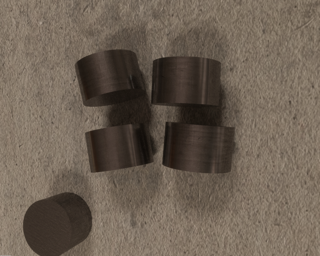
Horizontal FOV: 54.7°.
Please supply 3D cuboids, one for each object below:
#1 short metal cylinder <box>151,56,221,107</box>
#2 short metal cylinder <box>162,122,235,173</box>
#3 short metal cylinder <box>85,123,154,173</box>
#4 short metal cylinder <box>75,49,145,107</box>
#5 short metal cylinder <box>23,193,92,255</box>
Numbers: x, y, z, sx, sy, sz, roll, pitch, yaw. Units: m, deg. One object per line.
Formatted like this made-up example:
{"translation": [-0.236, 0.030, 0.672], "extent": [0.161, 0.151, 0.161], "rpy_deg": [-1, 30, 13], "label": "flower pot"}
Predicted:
{"translation": [0.031, -0.052, 0.368], "extent": [0.080, 0.080, 0.050], "rpy_deg": [3, 91, 19], "label": "short metal cylinder"}
{"translation": [0.045, 0.021, 0.364], "extent": [0.080, 0.080, 0.050], "rpy_deg": [6, 92, 19], "label": "short metal cylinder"}
{"translation": [-0.052, 0.025, 0.397], "extent": [0.080, 0.080, 0.050], "rpy_deg": [-10, 87, 19], "label": "short metal cylinder"}
{"translation": [-0.064, -0.062, 0.401], "extent": [0.080, 0.080, 0.050], "rpy_deg": [-15, 85, 19], "label": "short metal cylinder"}
{"translation": [-0.146, 0.137, 0.446], "extent": [0.080, 0.050, 0.079], "rpy_deg": [0, 90, 19], "label": "short metal cylinder"}
